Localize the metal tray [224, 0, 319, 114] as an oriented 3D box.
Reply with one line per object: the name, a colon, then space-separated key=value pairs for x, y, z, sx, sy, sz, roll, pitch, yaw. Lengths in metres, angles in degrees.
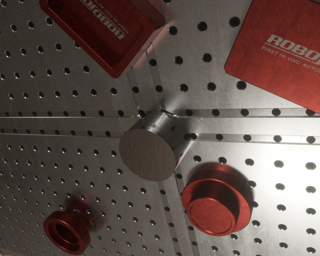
metal tray: x=0.138 y=-0.071 z=0.291 sx=0.130 sy=0.030 sz=0.089 roll=26 pitch=128 yaw=11

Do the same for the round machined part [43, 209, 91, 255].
round machined part: x=-0.179 y=0.202 z=0.616 sx=0.098 sy=0.042 sz=0.097 roll=13 pitch=124 yaw=20

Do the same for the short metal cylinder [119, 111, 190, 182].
short metal cylinder: x=-0.007 y=0.024 z=0.412 sx=0.080 sy=0.050 sz=0.079 roll=13 pitch=124 yaw=20

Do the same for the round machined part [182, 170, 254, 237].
round machined part: x=0.076 y=0.110 z=0.428 sx=0.098 sy=0.042 sz=0.097 roll=13 pitch=124 yaw=20

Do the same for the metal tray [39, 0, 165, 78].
metal tray: x=-0.070 y=-0.133 z=0.360 sx=0.130 sy=0.030 sz=0.090 roll=44 pitch=129 yaw=-3
